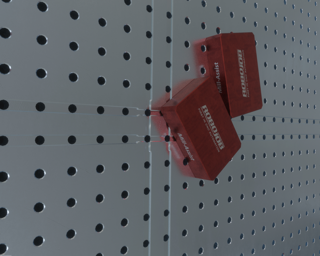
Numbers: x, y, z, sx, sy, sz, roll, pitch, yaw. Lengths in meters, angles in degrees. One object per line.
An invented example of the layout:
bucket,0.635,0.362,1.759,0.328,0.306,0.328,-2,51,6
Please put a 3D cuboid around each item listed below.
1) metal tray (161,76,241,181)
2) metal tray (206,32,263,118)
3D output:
metal tray,0.066,0.001,0.460,0.090,0.030,0.130,-42,116,-32
metal tray,0.124,-0.087,0.508,0.091,0.030,0.129,-16,100,-39
